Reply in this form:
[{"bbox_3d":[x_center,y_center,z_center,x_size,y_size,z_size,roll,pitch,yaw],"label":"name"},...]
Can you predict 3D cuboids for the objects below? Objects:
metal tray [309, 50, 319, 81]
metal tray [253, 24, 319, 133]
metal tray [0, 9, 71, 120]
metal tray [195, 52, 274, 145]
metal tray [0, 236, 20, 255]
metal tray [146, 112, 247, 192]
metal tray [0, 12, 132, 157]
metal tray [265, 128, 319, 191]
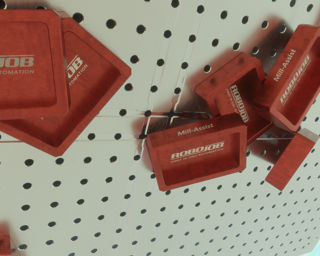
[{"bbox_3d":[0.301,-0.134,0.487,0.091,0.030,0.129,-1,119,-28],"label":"metal tray"},{"bbox_3d":[0.195,-0.067,0.441,0.090,0.030,0.130,28,93,-41],"label":"metal tray"},{"bbox_3d":[-0.148,-0.053,0.263,0.131,0.030,0.089,-4,109,-11],"label":"metal tray"},{"bbox_3d":[0.115,-0.031,0.450,0.090,0.030,0.130,-37,129,-4],"label":"metal tray"},{"bbox_3d":[-0.247,0.201,0.397,0.131,0.030,0.089,-18,126,-18],"label":"metal tray"},{"bbox_3d":[0.053,0.035,0.433,0.131,0.030,0.090,-14,130,-3],"label":"metal tray"},{"bbox_3d":[-0.105,-0.041,0.324,0.130,0.030,0.090,-49,129,6],"label":"metal tray"},{"bbox_3d":[0.225,0.048,0.519,0.131,0.030,0.090,-6,127,-60],"label":"metal tray"}]
